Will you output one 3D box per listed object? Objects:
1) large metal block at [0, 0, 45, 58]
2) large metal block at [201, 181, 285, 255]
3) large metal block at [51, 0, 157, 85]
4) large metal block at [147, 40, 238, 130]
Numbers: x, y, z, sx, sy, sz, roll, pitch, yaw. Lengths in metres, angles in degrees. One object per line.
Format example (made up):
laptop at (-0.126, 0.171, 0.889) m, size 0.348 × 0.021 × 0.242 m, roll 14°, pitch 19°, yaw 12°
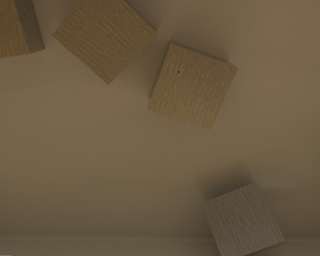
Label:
large metal block at (-0.189, -0.122, 0.351) m, size 0.080 × 0.050 × 0.079 m, roll -7°, pitch 110°, yaw 2°
large metal block at (0.113, 0.131, 0.424) m, size 0.080 × 0.080 × 0.050 m, roll -24°, pitch 150°, yaw 8°
large metal block at (-0.060, -0.110, 0.357) m, size 0.080 × 0.050 × 0.080 m, roll 42°, pitch 105°, yaw -14°
large metal block at (0.036, -0.053, 0.378) m, size 0.080 × 0.050 × 0.079 m, roll 18°, pitch 109°, yaw -7°
